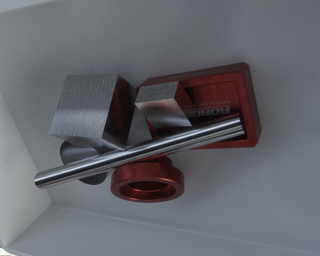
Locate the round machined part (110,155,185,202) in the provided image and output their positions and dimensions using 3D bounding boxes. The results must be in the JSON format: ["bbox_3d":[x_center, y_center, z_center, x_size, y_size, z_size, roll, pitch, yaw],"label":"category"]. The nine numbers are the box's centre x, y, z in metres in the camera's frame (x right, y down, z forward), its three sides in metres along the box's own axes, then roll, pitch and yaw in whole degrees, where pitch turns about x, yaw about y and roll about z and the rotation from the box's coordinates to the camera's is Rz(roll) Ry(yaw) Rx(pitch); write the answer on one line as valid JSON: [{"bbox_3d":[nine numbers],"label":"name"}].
[{"bbox_3d":[-0.016,0.067,0.423,0.099,0.042,0.098,0,149,0],"label":"round machined part"}]

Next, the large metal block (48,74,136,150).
[{"bbox_3d":[-0.081,-0.020,0.390,0.080,0.080,0.050,4,162,27],"label":"large metal block"}]

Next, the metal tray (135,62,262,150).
[{"bbox_3d":[0.044,-0.020,0.366,0.130,0.030,0.090,-5,116,30],"label":"metal tray"}]

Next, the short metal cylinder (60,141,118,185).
[{"bbox_3d":[-0.100,0.038,0.464,0.080,0.050,0.079,13,124,20],"label":"short metal cylinder"}]

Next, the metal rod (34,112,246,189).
[{"bbox_3d":[-0.042,0.036,0.396,0.300,0.025,0.025,-17,110,23],"label":"metal rod"}]

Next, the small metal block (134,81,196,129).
[{"bbox_3d":[0.007,-0.025,0.358,0.050,0.025,0.050,-5,143,30],"label":"small metal block"}]
